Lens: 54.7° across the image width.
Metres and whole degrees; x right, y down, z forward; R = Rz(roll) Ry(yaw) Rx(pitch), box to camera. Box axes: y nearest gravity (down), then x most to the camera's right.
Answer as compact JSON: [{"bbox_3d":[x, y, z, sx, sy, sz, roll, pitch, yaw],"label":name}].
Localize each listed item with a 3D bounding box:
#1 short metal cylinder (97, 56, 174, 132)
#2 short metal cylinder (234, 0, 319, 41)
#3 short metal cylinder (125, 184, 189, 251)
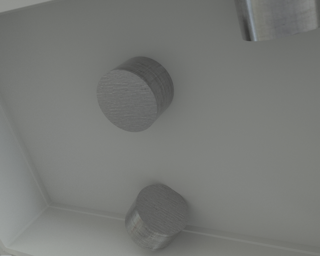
[{"bbox_3d":[-0.030,-0.042,0.381,0.080,0.050,0.079,13,124,20],"label":"short metal cylinder"},{"bbox_3d":[0.102,-0.108,0.252,0.080,0.080,0.050,-5,116,30],"label":"short metal cylinder"},{"bbox_3d":[-0.005,0.131,0.455,0.080,0.080,0.050,33,129,6],"label":"short metal cylinder"}]
